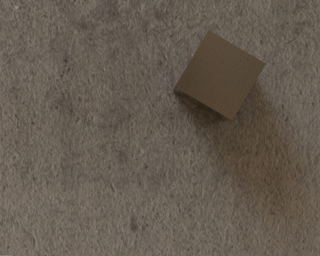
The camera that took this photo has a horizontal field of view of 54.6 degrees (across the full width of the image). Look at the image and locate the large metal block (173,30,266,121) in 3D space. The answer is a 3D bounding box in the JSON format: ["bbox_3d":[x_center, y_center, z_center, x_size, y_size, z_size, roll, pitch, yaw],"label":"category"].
[{"bbox_3d":[0.073,-0.064,0.398,0.080,0.050,0.080,31,90,0],"label":"large metal block"}]
